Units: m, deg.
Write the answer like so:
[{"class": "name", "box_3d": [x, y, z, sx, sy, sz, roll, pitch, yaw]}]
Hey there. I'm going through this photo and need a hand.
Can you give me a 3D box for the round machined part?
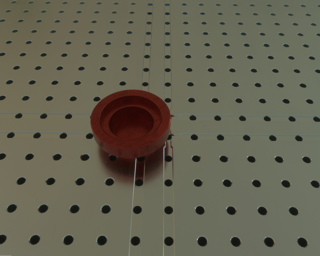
[{"class": "round machined part", "box_3d": [-0.036, -0.001, 0.397, 0.099, 0.042, 0.098, 0, 50, 0]}]
